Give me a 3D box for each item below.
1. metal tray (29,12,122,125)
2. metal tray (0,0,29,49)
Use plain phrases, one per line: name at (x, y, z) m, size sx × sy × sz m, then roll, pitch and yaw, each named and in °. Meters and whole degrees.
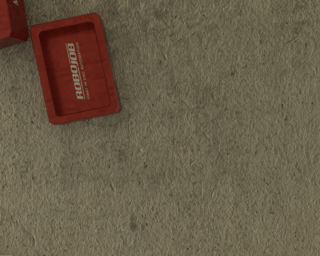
metal tray at (-0.108, -0.075, 0.406) m, size 0.091 × 0.030 × 0.129 m, roll -12°, pitch 90°, yaw 0°
metal tray at (-0.220, -0.167, 0.390) m, size 0.090 × 0.030 × 0.129 m, roll -9°, pitch 90°, yaw 20°
